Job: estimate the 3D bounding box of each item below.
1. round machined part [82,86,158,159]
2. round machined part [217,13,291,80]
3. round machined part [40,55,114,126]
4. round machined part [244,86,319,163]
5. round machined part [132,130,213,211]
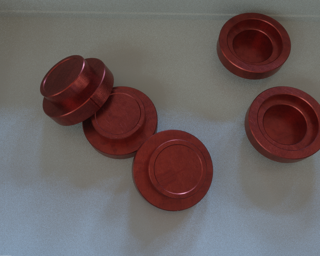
[{"bbox_3d":[-0.052,-0.012,0.404,0.099,0.042,0.098,0,70,-1],"label":"round machined part"},{"bbox_3d":[0.130,-0.112,0.443,0.099,0.042,0.098,0,70,-1],"label":"round machined part"},{"bbox_3d":[-0.112,-0.054,0.395,0.098,0.042,0.098,-17,49,21],"label":"round machined part"},{"bbox_3d":[0.159,-0.001,0.403,0.099,0.042,0.098,0,70,-1],"label":"round machined part"},{"bbox_3d":[0.017,0.050,0.371,0.099,0.042,0.097,2,80,-11],"label":"round machined part"}]
